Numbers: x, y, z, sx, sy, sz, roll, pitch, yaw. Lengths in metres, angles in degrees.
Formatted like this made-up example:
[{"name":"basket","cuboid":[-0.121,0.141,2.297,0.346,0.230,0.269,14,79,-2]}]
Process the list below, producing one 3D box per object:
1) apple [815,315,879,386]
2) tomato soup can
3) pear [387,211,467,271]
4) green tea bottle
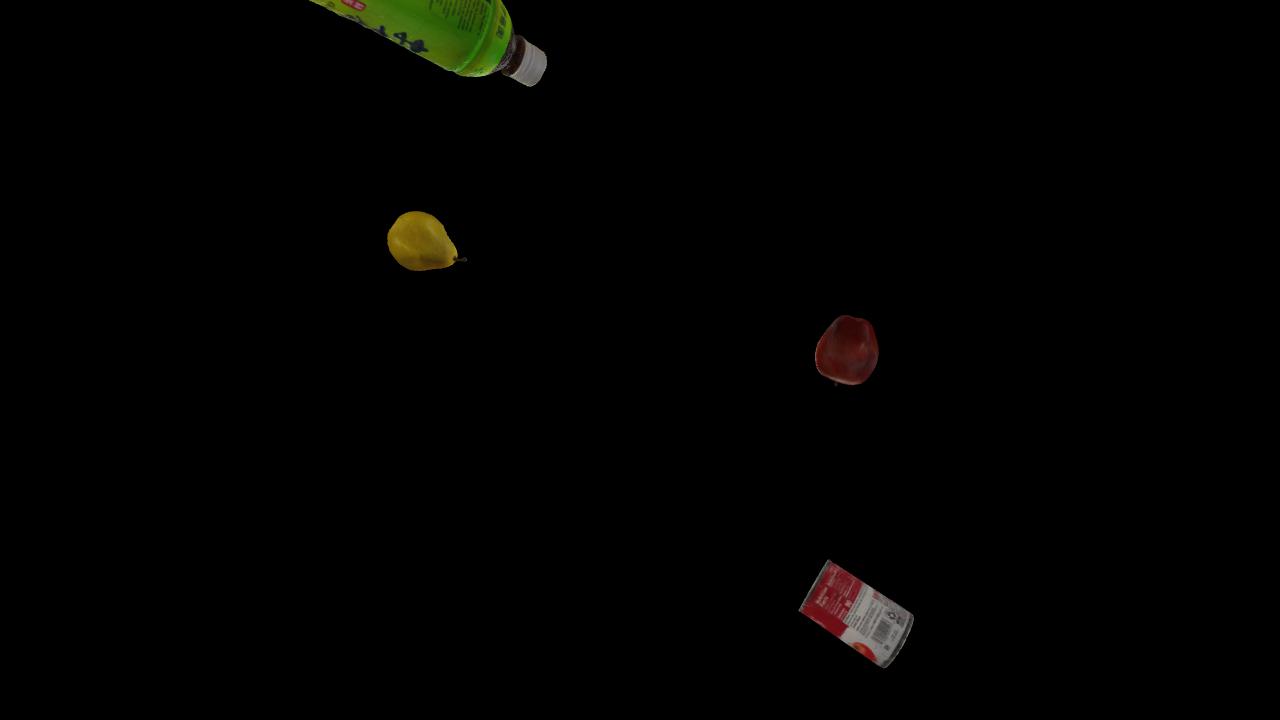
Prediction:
[{"name":"apple","cuboid":[0.270,-0.010,0.801,0.079,0.093,0.079,14,4,-1]},{"name":"tomato soup can","cuboid":[0.236,0.276,0.673,0.101,0.068,0.068,30,12,22]},{"name":"pear","cuboid":[-0.283,-0.148,0.832,0.111,0.080,0.080,36,9,12]},{"name":"green tea bottle","cuboid":[-0.158,-0.258,0.440,0.073,0.073,0.212,0,-8,45]}]
